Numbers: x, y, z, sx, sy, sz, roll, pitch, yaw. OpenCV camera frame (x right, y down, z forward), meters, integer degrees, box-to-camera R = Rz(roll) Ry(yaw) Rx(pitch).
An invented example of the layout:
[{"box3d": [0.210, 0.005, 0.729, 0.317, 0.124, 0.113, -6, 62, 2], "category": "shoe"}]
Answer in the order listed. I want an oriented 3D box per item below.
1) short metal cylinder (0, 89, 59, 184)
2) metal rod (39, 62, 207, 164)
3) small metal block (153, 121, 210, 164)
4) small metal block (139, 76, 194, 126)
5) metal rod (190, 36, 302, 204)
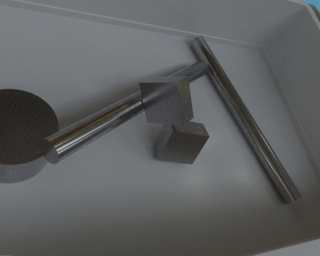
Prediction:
[{"box3d": [-0.146, 0.009, 0.306, 0.081, 0.050, 0.080, 14, 56, -21], "category": "short metal cylinder"}, {"box3d": [-0.017, -0.037, 0.388, 0.025, 0.025, 0.302, 48, 41, 5], "category": "metal rod"}, {"box3d": [0.026, 0.017, 0.391, 0.050, 0.050, 0.025, 9, 37, -24], "category": "small metal block"}, {"box3d": [0.008, -0.032, 0.358, 0.025, 0.050, 0.050, -36, 124, -48], "category": "small metal block"}, {"box3d": [0.129, -0.023, 0.491, 0.025, 0.025, 0.299, -15, 70, -35], "category": "metal rod"}]
